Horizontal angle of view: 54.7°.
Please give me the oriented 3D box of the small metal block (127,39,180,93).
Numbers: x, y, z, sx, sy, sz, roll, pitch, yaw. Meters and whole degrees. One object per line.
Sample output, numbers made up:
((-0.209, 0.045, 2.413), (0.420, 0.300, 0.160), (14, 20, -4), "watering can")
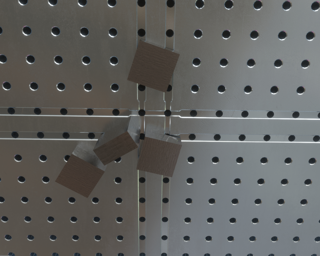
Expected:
((-0.008, -0.077, 0.385), (0.050, 0.025, 0.050), (18, 109, -7), "small metal block")

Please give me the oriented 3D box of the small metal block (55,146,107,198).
((-0.110, 0.062, 0.435), (0.050, 0.025, 0.050), (31, 107, -11), "small metal block")

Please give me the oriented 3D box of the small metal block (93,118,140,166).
((-0.055, 0.017, 0.406), (0.050, 0.050, 0.025), (-29, 108, 10), "small metal block")

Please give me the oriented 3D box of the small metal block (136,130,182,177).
((-0.002, 0.035, 0.426), (0.050, 0.025, 0.050), (13, 110, -6), "small metal block")
